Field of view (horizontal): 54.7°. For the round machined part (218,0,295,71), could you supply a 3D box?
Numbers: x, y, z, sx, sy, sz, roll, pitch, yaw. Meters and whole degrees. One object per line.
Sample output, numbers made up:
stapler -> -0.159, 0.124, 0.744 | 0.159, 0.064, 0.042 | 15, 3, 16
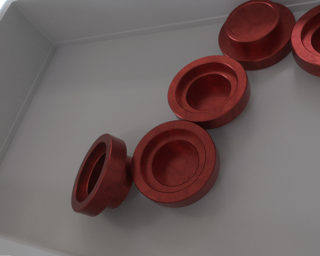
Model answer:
round machined part -> 0.123, -0.127, 0.404 | 0.098, 0.042, 0.098 | -12, 60, 23

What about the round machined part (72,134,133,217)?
round machined part -> -0.065, 0.059, 0.375 | 0.098, 0.042, 0.098 | -43, 32, 37

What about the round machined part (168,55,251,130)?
round machined part -> 0.063, -0.039, 0.385 | 0.098, 0.042, 0.098 | -13, 55, 20

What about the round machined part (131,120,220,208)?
round machined part -> 0.020, 0.043, 0.355 | 0.098, 0.042, 0.098 | -11, 58, 18

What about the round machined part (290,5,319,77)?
round machined part -> 0.201, -0.094, 0.347 | 0.098, 0.042, 0.098 | -13, 56, 21
